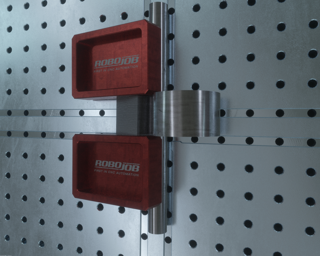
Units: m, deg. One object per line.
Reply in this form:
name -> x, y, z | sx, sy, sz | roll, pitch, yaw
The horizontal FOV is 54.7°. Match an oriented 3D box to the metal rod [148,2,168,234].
metal rod -> -0.003, -0.013, 0.409 | 0.025, 0.025, 0.298 | 0, 90, 20

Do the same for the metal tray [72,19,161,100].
metal tray -> -0.061, -0.085, 0.413 | 0.130, 0.030, 0.089 | 0, 90, 32

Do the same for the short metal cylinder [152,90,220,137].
short metal cylinder -> 0.031, -0.016, 0.369 | 0.080, 0.080, 0.050 | 0, 90, 20

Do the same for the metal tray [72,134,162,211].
metal tray -> -0.060, 0.054, 0.412 | 0.130, 0.030, 0.089 | 1, 90, 32

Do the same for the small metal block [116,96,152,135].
small metal block -> -0.034, -0.016, 0.409 | 0.050, 0.025, 0.050 | 1, 91, 51
